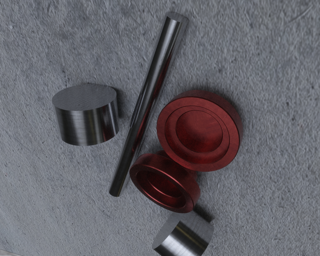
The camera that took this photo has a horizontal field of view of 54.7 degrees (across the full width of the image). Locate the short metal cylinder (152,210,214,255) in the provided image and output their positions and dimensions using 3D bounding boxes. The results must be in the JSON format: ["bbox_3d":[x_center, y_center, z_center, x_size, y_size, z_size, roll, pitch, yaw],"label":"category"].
[{"bbox_3d":[0.033,0.157,0.450,0.050,0.080,0.080,39,129,1],"label":"short metal cylinder"}]

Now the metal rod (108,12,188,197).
[{"bbox_3d":[-0.027,-0.007,0.415,0.025,0.025,0.298,29,128,9],"label":"metal rod"}]

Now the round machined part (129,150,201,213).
[{"bbox_3d":[0.011,0.068,0.419,0.098,0.042,0.097,24,145,19],"label":"round machined part"}]

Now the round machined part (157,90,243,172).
[{"bbox_3d":[0.049,0.000,0.368,0.098,0.042,0.097,12,122,20],"label":"round machined part"}]

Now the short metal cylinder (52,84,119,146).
[{"bbox_3d":[-0.096,-0.019,0.408,0.080,0.080,0.050,12,124,21],"label":"short metal cylinder"}]
